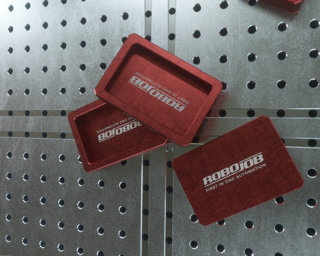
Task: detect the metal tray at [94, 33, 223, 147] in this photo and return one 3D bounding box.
[{"bbox_3d":[-0.001,-0.046,0.382,0.130,0.030,0.090,30,84,4],"label":"metal tray"}]

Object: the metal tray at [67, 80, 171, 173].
[{"bbox_3d":[-0.056,-0.001,0.430,0.130,0.030,0.090,-22,83,18],"label":"metal tray"}]

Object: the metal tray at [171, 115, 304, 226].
[{"bbox_3d":[0.091,0.052,0.378,0.130,0.030,0.090,-28,81,17],"label":"metal tray"}]

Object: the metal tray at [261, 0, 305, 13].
[{"bbox_3d":[0.150,-0.213,0.356,0.090,0.030,0.129,31,100,17],"label":"metal tray"}]
